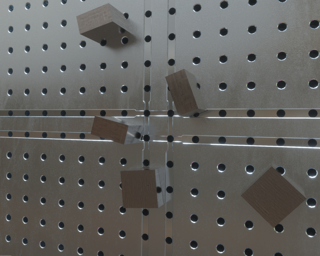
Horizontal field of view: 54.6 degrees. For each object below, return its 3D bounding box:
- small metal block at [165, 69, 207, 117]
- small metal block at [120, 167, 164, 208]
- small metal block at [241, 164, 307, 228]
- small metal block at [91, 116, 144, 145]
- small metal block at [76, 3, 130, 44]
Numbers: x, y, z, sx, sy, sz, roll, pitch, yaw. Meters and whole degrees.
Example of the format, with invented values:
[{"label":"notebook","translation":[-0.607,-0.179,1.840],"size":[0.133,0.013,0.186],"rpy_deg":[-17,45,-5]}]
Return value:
[{"label":"small metal block","translation":[0.034,-0.042,0.388],"size":[0.025,0.050,0.050],"rpy_deg":[-21,83,19]},{"label":"small metal block","translation":[-0.024,0.081,0.421],"size":[0.050,0.025,0.050],"rpy_deg":[-5,88,20]},{"label":"small metal block","translation":[0.133,0.079,0.366],"size":[0.050,0.025,0.050],"rpy_deg":[45,104,14]},{"label":"small metal block","translation":[-0.056,0.002,0.420],"size":[0.050,0.050,0.025],"rpy_deg":[16,96,19]},{"label":"small metal block","translation":[-0.077,-0.142,0.427],"size":[0.050,0.050,0.025],"rpy_deg":[-14,86,19]}]
